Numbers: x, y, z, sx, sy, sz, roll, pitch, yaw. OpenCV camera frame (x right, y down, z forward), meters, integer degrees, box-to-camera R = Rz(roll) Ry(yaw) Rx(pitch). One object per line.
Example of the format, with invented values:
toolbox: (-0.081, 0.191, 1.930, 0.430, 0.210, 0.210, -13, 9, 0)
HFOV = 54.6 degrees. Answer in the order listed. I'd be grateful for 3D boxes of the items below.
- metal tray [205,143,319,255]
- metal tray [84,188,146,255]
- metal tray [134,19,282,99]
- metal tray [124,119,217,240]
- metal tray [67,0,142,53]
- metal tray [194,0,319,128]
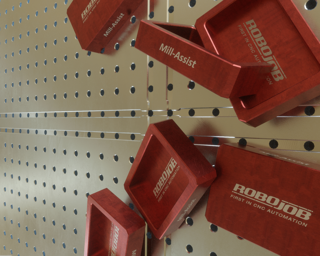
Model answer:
metal tray: (0.115, 0.073, 0.312, 0.130, 0.030, 0.089, 16, 100, 39)
metal tray: (-0.069, 0.163, 0.444, 0.090, 0.030, 0.129, 30, 122, 36)
metal tray: (0.048, -0.076, 0.325, 0.130, 0.091, 0.030, 37, 123, 34)
metal tray: (0.005, 0.065, 0.379, 0.090, 0.030, 0.129, 51, 137, 28)
metal tray: (-0.088, -0.192, 0.481, 0.130, 0.030, 0.090, -39, 66, 33)
metal tray: (0.099, -0.077, 0.306, 0.090, 0.030, 0.130, -31, 65, 25)
